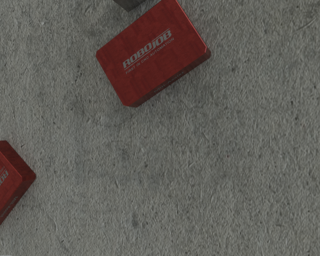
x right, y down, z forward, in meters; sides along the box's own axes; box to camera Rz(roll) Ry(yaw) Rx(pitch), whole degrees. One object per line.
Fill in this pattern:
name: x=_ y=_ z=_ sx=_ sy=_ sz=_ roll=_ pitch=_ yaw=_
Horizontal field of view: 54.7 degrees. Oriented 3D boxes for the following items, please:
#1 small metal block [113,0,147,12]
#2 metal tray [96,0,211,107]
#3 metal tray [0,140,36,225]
small metal block: x=-0.037 y=-0.185 z=0.409 sx=0.050 sy=0.050 sz=0.025 roll=-27 pitch=81 yaw=18
metal tray: x=-0.011 y=-0.098 z=0.410 sx=0.130 sy=0.030 sz=0.090 roll=-33 pitch=80 yaw=17
metal tray: x=-0.271 y=0.095 z=0.501 sx=0.090 sy=0.030 sz=0.130 roll=43 pitch=103 yaw=14
